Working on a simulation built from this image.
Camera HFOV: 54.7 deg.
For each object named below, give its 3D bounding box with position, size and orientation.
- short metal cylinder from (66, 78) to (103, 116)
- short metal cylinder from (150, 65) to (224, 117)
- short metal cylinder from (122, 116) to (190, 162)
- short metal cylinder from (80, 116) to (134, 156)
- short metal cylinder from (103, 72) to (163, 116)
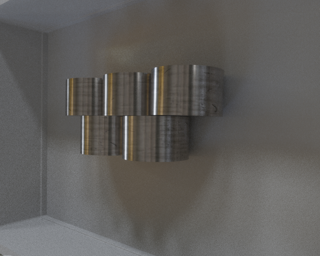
[{"bbox_3d":[-0.094,-0.042,0.447,0.080,0.081,0.050,1,91,40],"label":"short metal cylinder"},{"bbox_3d":[0.030,-0.038,0.344,0.080,0.081,0.050,3,92,40],"label":"short metal cylinder"},{"bbox_3d":[-0.005,0.011,0.373,0.080,0.081,0.050,1,91,40],"label":"short metal cylinder"},{"bbox_3d":[-0.068,0.009,0.425,0.080,0.081,0.050,1,91,40],"label":"short metal cylinder"},{"bbox_3d":[-0.032,-0.040,0.395,0.080,0.081,0.050,1,91,40],"label":"short metal cylinder"}]
